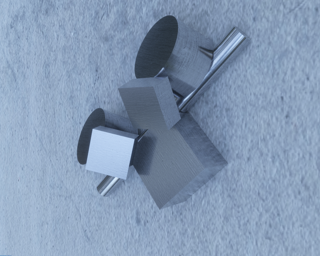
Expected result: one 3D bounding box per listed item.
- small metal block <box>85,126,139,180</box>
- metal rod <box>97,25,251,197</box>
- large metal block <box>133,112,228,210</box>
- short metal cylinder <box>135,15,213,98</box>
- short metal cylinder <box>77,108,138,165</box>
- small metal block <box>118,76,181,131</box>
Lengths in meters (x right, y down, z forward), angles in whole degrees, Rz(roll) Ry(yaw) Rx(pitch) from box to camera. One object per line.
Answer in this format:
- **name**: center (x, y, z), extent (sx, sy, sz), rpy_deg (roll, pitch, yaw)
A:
- **small metal block**: center (-0.057, 0.029, 0.370), extent (0.050, 0.025, 0.050), rpy_deg (14, 101, 6)
- **metal rod**: center (0.002, -0.004, 0.403), extent (0.299, 0.025, 0.025), rpy_deg (-48, 62, 28)
- **large metal block**: center (0.018, 0.037, 0.371), extent (0.080, 0.050, 0.080), rpy_deg (-49, 62, 29)
- **short metal cylinder**: center (0.014, -0.081, 0.358), extent (0.080, 0.050, 0.080), rpy_deg (-32, 47, 43)
- **short metal cylinder**: center (-0.074, 0.018, 0.431), extent (0.080, 0.050, 0.080), rpy_deg (-32, 47, 43)
- **small metal block**: center (-0.011, -0.026, 0.332), extent (0.050, 0.025, 0.050), rpy_deg (3, 123, 39)
